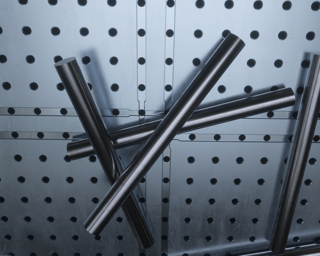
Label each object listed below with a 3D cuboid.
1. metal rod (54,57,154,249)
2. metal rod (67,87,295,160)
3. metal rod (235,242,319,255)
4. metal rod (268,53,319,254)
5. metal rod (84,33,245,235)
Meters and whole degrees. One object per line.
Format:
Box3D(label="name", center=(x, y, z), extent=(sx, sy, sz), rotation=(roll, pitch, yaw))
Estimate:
Box3D(label="metal rod", center=(-0.062, 0.052, 0.408), extent=(0.025, 0.025, 0.298), rotation=(-16, 119, 5))
Box3D(label="metal rod", center=(0.024, -0.004, 0.412), extent=(0.301, 0.025, 0.025), rotation=(-14, 110, 4))
Box3D(label="metal rod", center=(0.152, 0.213, 0.494), extent=(0.302, 0.025, 0.025), rotation=(-10, 110, 3))
Box3D(label="metal rod", center=(0.191, 0.048, 0.434), extent=(0.025, 0.025, 0.298), rotation=(3, 110, -2))
Box3D(label="metal rod", center=(0.003, 0.011, 0.388), extent=(0.025, 0.025, 0.299), rotation=(36, 95, -13))
